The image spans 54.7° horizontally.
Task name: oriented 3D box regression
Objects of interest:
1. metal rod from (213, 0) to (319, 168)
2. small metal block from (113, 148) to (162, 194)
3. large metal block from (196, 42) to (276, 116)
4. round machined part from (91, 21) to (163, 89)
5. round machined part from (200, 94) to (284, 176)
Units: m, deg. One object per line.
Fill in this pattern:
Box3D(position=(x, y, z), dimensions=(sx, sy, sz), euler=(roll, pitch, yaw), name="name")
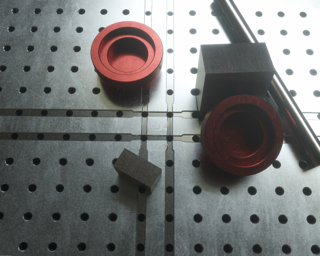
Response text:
Box3D(position=(0.150, -0.083, 0.443), dimensions=(0.025, 0.025, 0.299), euler=(-21, 71, -8), name="metal rod")
Box3D(position=(-0.026, 0.054, 0.379), dimensions=(0.050, 0.050, 0.025), euler=(28, 73, 10), name="small metal block")
Box3D(position=(0.092, -0.061, 0.400), dimensions=(0.081, 0.080, 0.050), euler=(-2, 55, -1), name="large metal block")
Box3D(position=(-0.045, -0.098, 0.438), dimensions=(0.099, 0.042, 0.098), euler=(0, 70, 0), name="round machined part")
Box3D(position=(0.099, 0.008, 0.389), dimensions=(0.099, 0.042, 0.097), euler=(0, 91, -7), name="round machined part")
